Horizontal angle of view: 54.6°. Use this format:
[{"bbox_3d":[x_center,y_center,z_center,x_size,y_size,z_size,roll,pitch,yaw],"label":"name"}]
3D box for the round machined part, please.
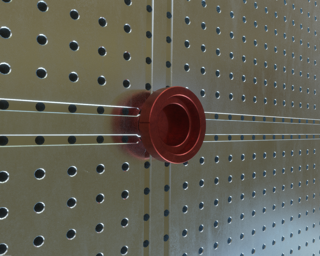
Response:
[{"bbox_3d":[0.012,-0.004,0.406,0.099,0.042,0.097,0,90,-40],"label":"round machined part"}]
